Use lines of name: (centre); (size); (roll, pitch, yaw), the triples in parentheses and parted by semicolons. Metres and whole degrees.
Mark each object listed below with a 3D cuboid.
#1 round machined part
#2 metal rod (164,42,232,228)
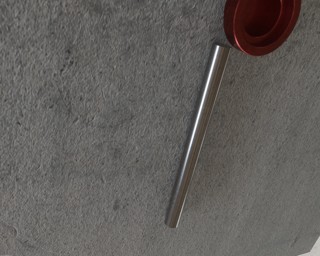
round machined part: (0.118, -0.141, 0.375); (0.099, 0.042, 0.097); (-14, 125, -21)
metal rod: (0.049, 0.027, 0.452); (0.025, 0.025, 0.298); (-2, 120, -28)
